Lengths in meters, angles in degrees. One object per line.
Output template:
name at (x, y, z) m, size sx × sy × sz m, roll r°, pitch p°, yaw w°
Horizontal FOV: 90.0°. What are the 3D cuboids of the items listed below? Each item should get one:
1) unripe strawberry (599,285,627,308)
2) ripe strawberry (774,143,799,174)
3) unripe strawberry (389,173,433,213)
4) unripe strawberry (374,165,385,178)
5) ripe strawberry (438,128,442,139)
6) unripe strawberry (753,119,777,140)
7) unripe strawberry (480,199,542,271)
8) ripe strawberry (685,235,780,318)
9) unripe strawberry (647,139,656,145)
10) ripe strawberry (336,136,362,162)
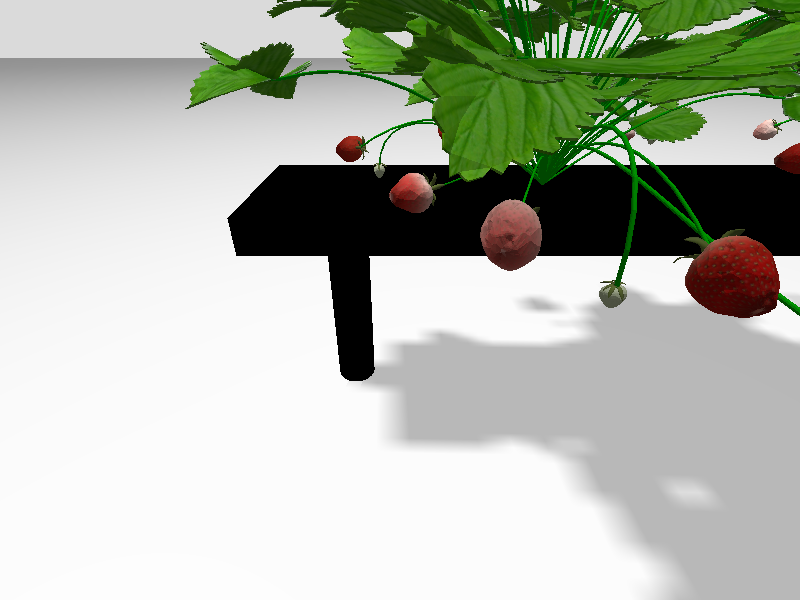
unripe strawberry at (0.093, -0.002, 0.175) m, size 0.011 × 0.011 × 0.010 m, roll 5°, pitch 33°, yaw 8°
ripe strawberry at (0.367, -0.131, 0.372) m, size 0.030 × 0.026 × 0.030 m, roll -3°, pitch 32°, yaw 13°
unripe strawberry at (0.007, -0.076, 0.285) m, size 0.031 × 0.026 × 0.031 m, roll -18°, pitch 37°, yaw -25°
unripe strawberry at (-0.018, -0.113, 0.350) m, size 0.010 × 0.011 × 0.011 m, roll 1°, pitch 33°, yaw 2°
ripe strawberry at (0.062, -0.211, 0.484) m, size 0.036 × 0.041 × 0.039 m, roll -11°, pitch 34°, yaw -17°
unripe strawberry at (0.458, -0.213, 0.502) m, size 0.020 × 0.023 × 0.022 m, roll -19°, pitch 2°, yaw -26°
unripe strawberry at (0.057, -0.032, 0.209) m, size 0.032 × 0.037 × 0.035 m, roll 13°, pitch 36°, yaw 20°
ripe strawberry at (0.144, -0.008, 0.173) m, size 0.031 × 0.034 × 0.035 m, roll -3°, pitch -40°, yaw -5°
unripe strawberry at (0.292, -0.185, 0.464) m, size 0.010 × 0.010 × 0.009 m, roll -25°, pitch 40°, yaw -33°
ripe strawberry at (-0.051, -0.154, 0.408) m, size 0.029 × 0.024 × 0.029 m, roll 5°, pitch 32°, yaw 24°
